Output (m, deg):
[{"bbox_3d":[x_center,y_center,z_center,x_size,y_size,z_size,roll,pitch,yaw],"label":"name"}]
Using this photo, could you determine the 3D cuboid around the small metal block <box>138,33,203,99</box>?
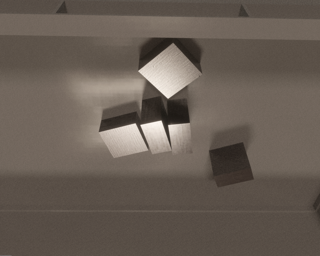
[{"bbox_3d":[0.012,-0.069,0.351,0.050,0.025,0.050,-34,123,25],"label":"small metal block"}]

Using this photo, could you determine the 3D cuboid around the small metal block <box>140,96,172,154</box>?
[{"bbox_3d":[-0.004,-0.004,0.389,0.025,0.050,0.050,-12,129,9],"label":"small metal block"}]

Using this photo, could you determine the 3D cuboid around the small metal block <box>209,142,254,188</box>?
[{"bbox_3d":[0.100,0.052,0.438,0.050,0.050,0.025,-15,129,12],"label":"small metal block"}]

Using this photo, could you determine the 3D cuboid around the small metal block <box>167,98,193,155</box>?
[{"bbox_3d":[0.025,-0.002,0.392,0.025,0.050,0.050,-6,130,4],"label":"small metal block"}]

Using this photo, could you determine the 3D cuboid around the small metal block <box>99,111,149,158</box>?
[{"bbox_3d":[-0.047,0.010,0.417,0.050,0.025,0.050,-14,129,11],"label":"small metal block"}]
